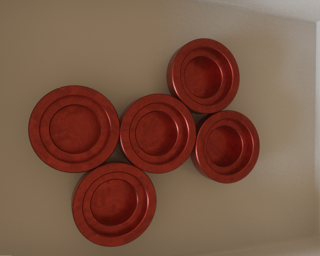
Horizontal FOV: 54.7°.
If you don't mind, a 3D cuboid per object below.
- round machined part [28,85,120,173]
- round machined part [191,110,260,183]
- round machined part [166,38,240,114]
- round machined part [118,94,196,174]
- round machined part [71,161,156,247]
[{"bbox_3d":[-0.100,0.001,0.362,0.099,0.042,0.097,0,90,-20],"label":"round machined part"},{"bbox_3d":[0.085,0.025,0.430,0.099,0.042,0.097,0,90,-20],"label":"round machined part"},{"bbox_3d":[0.054,-0.067,0.419,0.099,0.042,0.097,0,90,-20],"label":"round machined part"},{"bbox_3d":[-0.007,0.007,0.395,0.099,0.042,0.097,0,90,-20],"label":"round machined part"},{"bbox_3d":[-0.057,0.088,0.377,0.099,0.042,0.097,0,90,-20],"label":"round machined part"}]
